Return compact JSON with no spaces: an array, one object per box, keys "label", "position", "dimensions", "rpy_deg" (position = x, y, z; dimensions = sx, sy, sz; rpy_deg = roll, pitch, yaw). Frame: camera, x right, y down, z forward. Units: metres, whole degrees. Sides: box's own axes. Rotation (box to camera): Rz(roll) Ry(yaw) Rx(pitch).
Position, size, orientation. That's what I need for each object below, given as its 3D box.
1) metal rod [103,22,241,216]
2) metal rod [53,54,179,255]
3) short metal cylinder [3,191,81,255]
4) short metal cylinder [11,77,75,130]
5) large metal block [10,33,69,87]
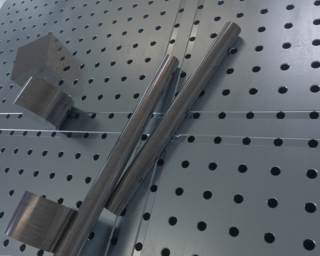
[{"label":"metal rod","position":[0.022,-0.021,0.409],"dimensions":[0.025,0.025,0.300],"rpy_deg":[25,75,36]},{"label":"metal rod","position":[-0.043,0.021,0.397],"dimensions":[0.025,0.025,0.300],"rpy_deg":[9,60,32]},{"label":"short metal cylinder","position":[-0.136,0.115,0.374],"dimensions":[0.080,0.080,0.050],"rpy_deg":[9,66,32]},{"label":"short metal cylinder","position":[-0.185,-0.038,0.493],"dimensions":[0.080,0.080,0.050],"rpy_deg":[15,70,34]},{"label":"large metal block","position":[-0.224,-0.121,0.584],"dimensions":[0.080,0.050,0.080],"rpy_deg":[-17,55,18]}]
